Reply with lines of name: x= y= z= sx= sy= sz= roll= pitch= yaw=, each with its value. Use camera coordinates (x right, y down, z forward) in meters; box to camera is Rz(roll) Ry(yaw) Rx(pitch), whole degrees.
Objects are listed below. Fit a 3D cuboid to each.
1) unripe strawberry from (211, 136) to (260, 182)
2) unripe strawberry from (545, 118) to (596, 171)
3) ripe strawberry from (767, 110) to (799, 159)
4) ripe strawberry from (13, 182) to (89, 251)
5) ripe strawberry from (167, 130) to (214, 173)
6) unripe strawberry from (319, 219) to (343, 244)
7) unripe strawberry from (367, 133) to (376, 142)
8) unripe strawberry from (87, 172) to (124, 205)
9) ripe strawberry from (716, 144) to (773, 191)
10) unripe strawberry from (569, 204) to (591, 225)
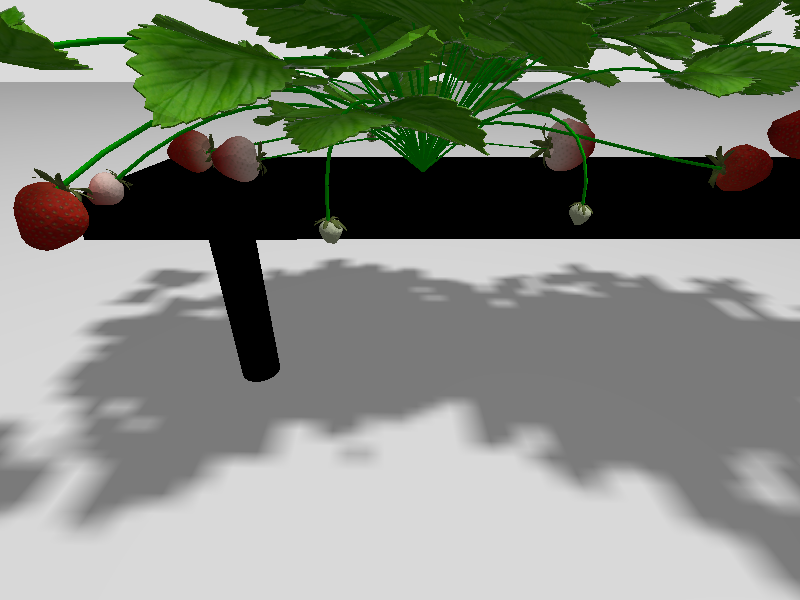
unripe strawberry: x=-0.126 y=-0.107 z=0.307 sx=0.034 sy=0.034 sz=0.032 roll=-6 pitch=31 yaw=-10
unripe strawberry: x=0.140 y=-0.127 z=0.329 sx=0.039 sy=0.041 sz=0.036 roll=1 pitch=30 yaw=0
ripe strawberry: x=0.392 y=-0.164 z=0.392 sx=0.050 sy=0.050 sz=0.047 roll=24 pitch=38 yaw=36
ripe strawberry: x=-0.168 y=-0.039 z=0.192 sx=0.032 sy=0.032 sz=0.027 roll=30 pitch=4 yaw=41
ripe strawberry: x=-0.176 y=-0.124 z=0.335 sx=0.036 sy=0.034 sz=0.033 roll=0 pitch=30 yaw=1
unripe strawberry: x=-0.033 y=-0.033 z=0.193 sx=0.011 sy=0.012 sz=0.012 roll=9 pitch=31 yaw=15
unripe strawberry: x=-0.035 y=-0.196 z=0.483 sx=0.010 sy=0.011 sz=0.011 roll=-9 pitch=13 yaw=-16
unripe strawberry: x=-0.185 y=-0.069 z=0.251 sx=0.022 sy=0.019 sz=0.022 roll=-39 pitch=39 yaw=-4
ripe strawberry: x=0.237 y=-0.090 z=0.275 sx=0.030 sy=0.031 sz=0.028 roll=9 pitch=31 yaw=14
unripe strawberry: x=0.096 y=-0.045 z=0.213 sx=0.010 sy=0.011 sz=0.011 roll=-15 pitch=33 yaw=-24
